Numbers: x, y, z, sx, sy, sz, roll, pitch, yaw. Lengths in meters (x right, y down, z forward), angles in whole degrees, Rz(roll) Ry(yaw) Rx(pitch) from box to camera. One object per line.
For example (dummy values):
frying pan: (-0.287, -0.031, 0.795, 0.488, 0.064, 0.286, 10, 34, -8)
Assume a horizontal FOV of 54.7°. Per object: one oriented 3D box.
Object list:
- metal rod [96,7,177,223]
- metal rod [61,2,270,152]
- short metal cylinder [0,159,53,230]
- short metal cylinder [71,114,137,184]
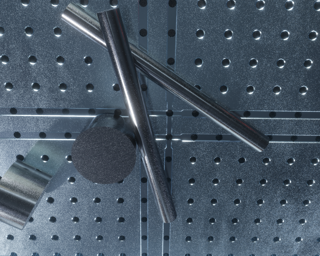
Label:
metal rod: (-0.022, 0.003, 0.397, 0.025, 0.025, 0.298, -13, 116, 4)
metal rod: (0.016, -0.057, 0.392, 0.301, 0.025, 0.025, 33, 107, -12)
short metal cylinder: (-0.187, 0.089, 0.415, 0.050, 0.080, 0.080, 29, 108, -10)
short metal cylinder: (-0.070, 0.027, 0.409, 0.081, 0.050, 0.079, 0, 110, 0)
